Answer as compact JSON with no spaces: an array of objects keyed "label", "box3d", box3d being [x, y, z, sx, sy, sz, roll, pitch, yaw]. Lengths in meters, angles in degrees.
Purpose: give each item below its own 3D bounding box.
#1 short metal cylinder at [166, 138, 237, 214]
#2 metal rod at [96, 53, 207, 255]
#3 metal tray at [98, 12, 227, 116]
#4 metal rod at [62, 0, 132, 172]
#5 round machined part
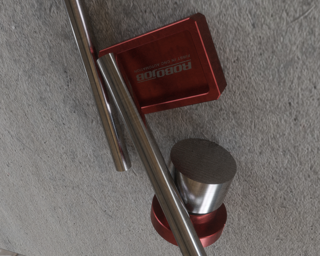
[{"label":"short metal cylinder","box3d":[0.047,0.057,0.382,0.080,0.080,0.050,23,127,14]},{"label":"metal rod","box3d":[0.000,0.056,0.350,0.025,0.025,0.299,-25,89,36]},{"label":"metal tray","box3d":[0.001,-0.067,0.361,0.130,0.030,0.090,-10,114,32]},{"label":"metal rod","box3d":[-0.085,-0.071,0.407,0.025,0.025,0.298,2,120,27]},{"label":"round machined part","box3d":[0.039,0.102,0.402,0.098,0.098,0.042,20,124,16]}]
